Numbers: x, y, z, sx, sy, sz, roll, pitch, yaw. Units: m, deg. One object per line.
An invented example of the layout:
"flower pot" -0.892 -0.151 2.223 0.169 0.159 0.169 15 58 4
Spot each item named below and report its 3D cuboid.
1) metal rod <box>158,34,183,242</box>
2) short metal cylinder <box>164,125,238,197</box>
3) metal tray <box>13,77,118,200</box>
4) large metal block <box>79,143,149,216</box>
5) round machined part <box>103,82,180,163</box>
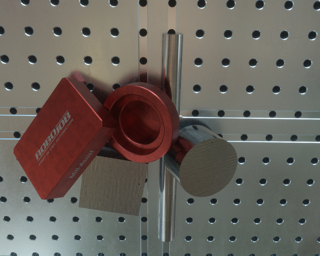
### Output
"metal rod" 0.013 0.027 0.424 0.025 0.025 0.298 1 110 -1
"short metal cylinder" 0.052 0.042 0.402 0.081 0.050 0.079 -7 112 -19
"metal tray" -0.122 0.014 0.388 0.130 0.030 0.090 -50 65 15
"large metal block" -0.061 0.067 0.424 0.081 0.050 0.079 10 110 -4
"round machined part" -0.021 -0.009 0.387 0.098 0.042 0.097 9 111 24
